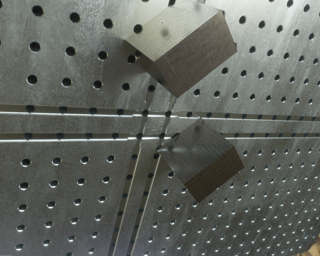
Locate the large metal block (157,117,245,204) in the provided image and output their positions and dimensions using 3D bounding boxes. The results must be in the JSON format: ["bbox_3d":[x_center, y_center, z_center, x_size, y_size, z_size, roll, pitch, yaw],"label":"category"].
[{"bbox_3d":[0.056,0.043,0.435,0.080,0.080,0.050,-37,130,-4],"label":"large metal block"}]

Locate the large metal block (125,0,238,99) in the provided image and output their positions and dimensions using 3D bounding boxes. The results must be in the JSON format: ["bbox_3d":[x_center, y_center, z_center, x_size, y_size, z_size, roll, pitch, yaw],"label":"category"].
[{"bbox_3d":[0.021,-0.089,0.333,0.080,0.080,0.050,-38,130,-3],"label":"large metal block"}]
